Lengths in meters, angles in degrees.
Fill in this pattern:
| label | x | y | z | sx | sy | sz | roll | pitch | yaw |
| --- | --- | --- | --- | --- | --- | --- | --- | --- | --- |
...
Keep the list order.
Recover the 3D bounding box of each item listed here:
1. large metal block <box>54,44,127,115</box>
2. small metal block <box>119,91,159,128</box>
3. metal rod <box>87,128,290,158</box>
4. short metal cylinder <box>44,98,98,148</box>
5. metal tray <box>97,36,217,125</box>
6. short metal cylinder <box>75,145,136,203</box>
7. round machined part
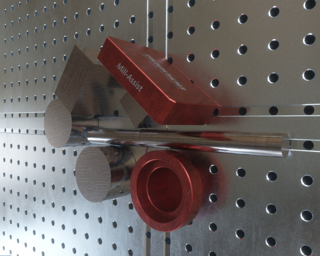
| label | x | y | z | sx | sy | sz | roll | pitch | yaw |
| --- | --- | --- | --- | --- | --- | --- | --- | --- | --- |
| large metal block | -0.093 | -0.066 | 0.451 | 0.050 | 0.081 | 0.080 | 46 | 117 | 29 |
| small metal block | -0.023 | -0.035 | 0.429 | 0.050 | 0.025 | 0.050 | -46 | 63 | 30 |
| metal rod | 0.009 | 0.015 | 0.402 | 0.300 | 0.025 | 0.025 | 1 | 91 | 40 |
| short metal cylinder | -0.149 | -0.008 | 0.515 | 0.080 | 0.050 | 0.080 | 0 | 90 | 40 |
| metal tray | -0.004 | -0.056 | 0.370 | 0.130 | 0.091 | 0.030 | 48 | 119 | 29 |
| short metal cylinder | -0.080 | 0.066 | 0.459 | 0.080 | 0.050 | 0.080 | 0 | 90 | 40 |
| round machined part | 0.012 | 0.075 | 0.389 | 0.098 | 0.042 | 0.097 | 0 | 90 | 40 |
